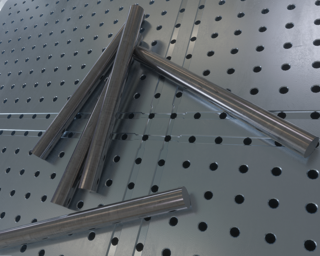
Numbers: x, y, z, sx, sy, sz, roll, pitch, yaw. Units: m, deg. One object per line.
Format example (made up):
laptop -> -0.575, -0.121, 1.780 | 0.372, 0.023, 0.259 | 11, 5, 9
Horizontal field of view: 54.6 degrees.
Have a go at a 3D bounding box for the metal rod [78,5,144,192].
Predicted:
metal rod -> -0.067, -0.056, 0.459 | 0.025, 0.025, 0.299 | 1, 68, 29

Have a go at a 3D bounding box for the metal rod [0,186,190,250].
metal rod -> -0.107, 0.120, 0.392 | 0.300, 0.025, 0.025 | -17, 55, 18

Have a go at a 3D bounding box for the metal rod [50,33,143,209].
metal rod -> -0.088, -0.027, 0.472 | 0.025, 0.025, 0.300 | 6, 64, 31

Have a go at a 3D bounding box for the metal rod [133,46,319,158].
metal rod -> 0.060, -0.051, 0.408 | 0.025, 0.025, 0.300 | -49, 51, -6

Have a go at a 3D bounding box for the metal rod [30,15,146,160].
metal rod -> -0.113, -0.080, 0.518 | 0.025, 0.025, 0.300 | 22, 73, 36
